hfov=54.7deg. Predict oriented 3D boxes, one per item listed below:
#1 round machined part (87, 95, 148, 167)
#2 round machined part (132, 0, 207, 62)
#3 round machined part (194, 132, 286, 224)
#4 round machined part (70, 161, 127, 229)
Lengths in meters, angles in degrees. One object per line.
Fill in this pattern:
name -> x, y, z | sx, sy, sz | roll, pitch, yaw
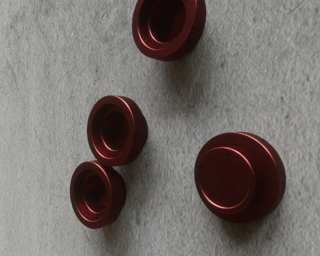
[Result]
round machined part -> -0.056, 0.004, 0.438 | 0.098, 0.042, 0.097 | 0, 90, 39
round machined part -> 0.015, -0.130, 0.380 | 0.098, 0.042, 0.097 | 0, 90, 39
round machined part -> 0.077, 0.053, 0.329 | 0.098, 0.042, 0.097 | 0, 90, 39
round machined part -> -0.089, 0.097, 0.464 | 0.098, 0.042, 0.097 | 0, 90, 39
